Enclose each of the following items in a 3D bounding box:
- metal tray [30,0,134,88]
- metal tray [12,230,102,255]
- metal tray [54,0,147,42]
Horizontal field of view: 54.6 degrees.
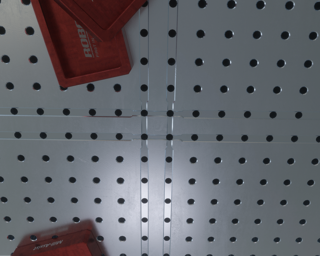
[{"bbox_3d":[-0.091,-0.121,0.365,0.090,0.030,0.129,-12,110,4],"label":"metal tray"},{"bbox_3d":[-0.158,0.220,0.490,0.130,0.030,0.090,-16,109,5],"label":"metal tray"},{"bbox_3d":[-0.049,-0.165,0.319,0.090,0.030,0.130,42,86,-26],"label":"metal tray"}]
